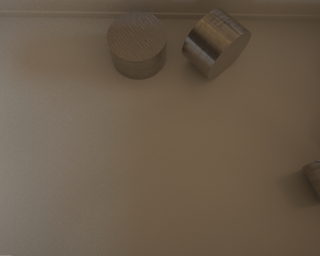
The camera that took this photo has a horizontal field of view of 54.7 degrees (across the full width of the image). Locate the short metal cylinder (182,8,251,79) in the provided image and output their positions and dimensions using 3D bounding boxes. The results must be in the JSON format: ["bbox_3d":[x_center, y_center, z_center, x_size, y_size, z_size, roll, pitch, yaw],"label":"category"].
[{"bbox_3d":[0.077,-0.113,0.422,0.080,0.080,0.050,-40,75,-13],"label":"short metal cylinder"}]

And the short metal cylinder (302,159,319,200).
[{"bbox_3d":[0.218,0.053,0.362,0.080,0.080,0.050,-20,71,-7],"label":"short metal cylinder"}]

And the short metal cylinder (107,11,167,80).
[{"bbox_3d":[-0.031,-0.116,0.438,0.081,0.050,0.080,0,70,0],"label":"short metal cylinder"}]
